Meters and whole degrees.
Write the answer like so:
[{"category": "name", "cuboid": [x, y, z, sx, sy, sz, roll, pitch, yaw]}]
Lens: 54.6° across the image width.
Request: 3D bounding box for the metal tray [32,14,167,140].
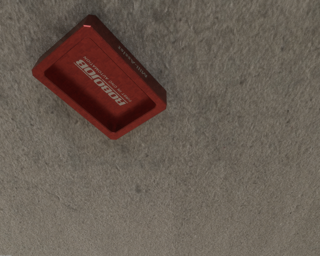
[{"category": "metal tray", "cuboid": [-0.065, -0.051, 0.359, 0.090, 0.030, 0.130, -31, 124, 23]}]
